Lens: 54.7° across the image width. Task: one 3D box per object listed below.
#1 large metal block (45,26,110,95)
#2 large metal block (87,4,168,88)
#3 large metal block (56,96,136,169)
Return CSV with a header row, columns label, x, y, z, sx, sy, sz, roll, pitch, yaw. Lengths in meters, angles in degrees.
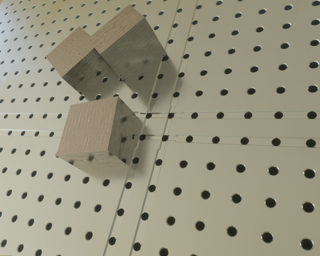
label,x,y,z,sx,sy,sz,roll,pitch,yaw
large metal block,-0.138,-0.117,0.534,0.080,0.050,0.080,-43,51,-2
large metal block,-0.047,-0.123,0.472,0.080,0.080,0.050,-40,51,1
large metal block,-0.086,0.009,0.430,0.080,0.050,0.080,-8,58,24
